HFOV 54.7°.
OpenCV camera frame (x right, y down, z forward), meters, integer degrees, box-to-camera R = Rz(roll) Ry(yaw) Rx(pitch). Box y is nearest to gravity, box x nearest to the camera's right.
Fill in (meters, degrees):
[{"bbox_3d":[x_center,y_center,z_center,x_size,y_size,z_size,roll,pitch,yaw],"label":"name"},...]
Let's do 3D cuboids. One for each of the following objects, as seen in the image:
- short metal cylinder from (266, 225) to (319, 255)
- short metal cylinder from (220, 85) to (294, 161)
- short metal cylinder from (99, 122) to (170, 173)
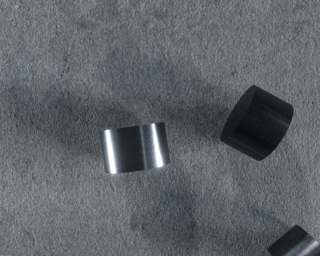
[{"bbox_3d":[0.180,0.169,0.384,0.050,0.080,0.080,-40,90,0],"label":"short metal cylinder"},{"bbox_3d":[0.118,-0.006,0.383,0.050,0.080,0.080,29,90,0],"label":"short metal cylinder"},{"bbox_3d":[-0.031,0.023,0.382,0.080,0.080,0.050,-8,90,0],"label":"short metal cylinder"}]
